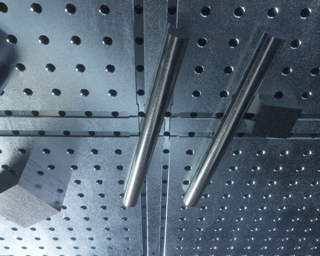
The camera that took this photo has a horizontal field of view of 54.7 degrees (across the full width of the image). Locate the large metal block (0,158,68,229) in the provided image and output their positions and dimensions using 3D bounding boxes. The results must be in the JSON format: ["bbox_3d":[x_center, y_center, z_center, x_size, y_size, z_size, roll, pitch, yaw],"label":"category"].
[{"bbox_3d":[-0.207,0.104,0.480,0.080,0.050,0.080,-28,125,21],"label":"large metal block"}]

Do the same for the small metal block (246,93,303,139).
[{"bbox_3d":[0.147,-0.015,0.402,0.050,0.025,0.050,6,130,-6],"label":"small metal block"}]

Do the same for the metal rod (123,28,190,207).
[{"bbox_3d":[-0.015,0.010,0.420,0.025,0.025,0.298,10,130,-9],"label":"metal rod"}]

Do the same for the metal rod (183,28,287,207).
[{"bbox_3d":[0.087,0.010,0.421,0.025,0.025,0.298,10,129,-9],"label":"metal rod"}]

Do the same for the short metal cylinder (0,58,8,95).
[{"bbox_3d":[-0.221,-0.054,0.346,0.081,0.050,0.079,-1,130,0],"label":"short metal cylinder"}]
